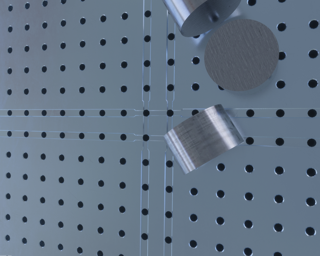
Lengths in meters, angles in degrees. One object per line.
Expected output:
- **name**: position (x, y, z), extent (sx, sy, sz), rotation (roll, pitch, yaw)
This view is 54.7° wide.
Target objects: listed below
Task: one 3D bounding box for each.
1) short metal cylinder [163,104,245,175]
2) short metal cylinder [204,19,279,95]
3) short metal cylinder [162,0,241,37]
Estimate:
- **short metal cylinder**: position (0.051, 0.014, 0.365), extent (0.080, 0.080, 0.050), rotation (-33, 80, 17)
- **short metal cylinder**: position (0.097, -0.080, 0.365), extent (0.080, 0.050, 0.080), rotation (0, 90, 20)
- **short metal cylinder**: position (0.048, -0.153, 0.366), extent (0.080, 0.080, 0.050), rotation (-31, 80, 17)
